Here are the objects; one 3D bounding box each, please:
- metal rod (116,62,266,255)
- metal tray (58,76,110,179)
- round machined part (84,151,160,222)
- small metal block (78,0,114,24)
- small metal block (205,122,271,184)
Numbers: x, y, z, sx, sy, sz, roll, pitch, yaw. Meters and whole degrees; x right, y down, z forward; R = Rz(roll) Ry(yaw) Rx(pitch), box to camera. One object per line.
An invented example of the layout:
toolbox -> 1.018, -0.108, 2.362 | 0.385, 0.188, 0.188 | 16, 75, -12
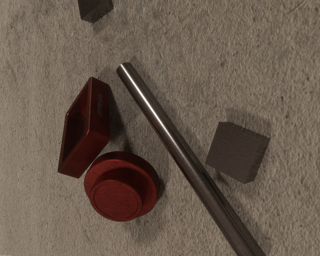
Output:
metal rod -> 0.025, 0.028, 0.382 | 0.025, 0.025, 0.299 | -48, 62, 29
metal tray -> -0.109, -0.004, 0.450 | 0.090, 0.030, 0.130 | -48, 33, 29
round machined part -> -0.052, 0.082, 0.401 | 0.099, 0.042, 0.097 | 4, 119, 8
small metal block -> -0.103, -0.202, 0.487 | 0.050, 0.025, 0.050 | -19, 78, 38
small metal block -> 0.083, 0.025, 0.335 | 0.050, 0.025, 0.050 | 27, 107, 36
